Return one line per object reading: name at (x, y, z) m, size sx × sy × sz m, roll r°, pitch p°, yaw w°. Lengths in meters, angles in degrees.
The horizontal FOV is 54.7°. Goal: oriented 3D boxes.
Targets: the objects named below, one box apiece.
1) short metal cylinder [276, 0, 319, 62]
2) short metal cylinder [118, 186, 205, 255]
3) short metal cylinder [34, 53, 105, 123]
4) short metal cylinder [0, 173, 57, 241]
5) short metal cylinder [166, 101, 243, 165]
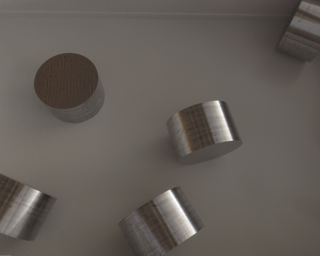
short metal cylinder at (0.205, -0.139, 0.432) m, size 0.050 × 0.080 × 0.080 m, roll 26°, pitch 72°, yaw 9°
short metal cylinder at (0.002, 0.107, 0.341) m, size 0.080 × 0.080 × 0.050 m, roll -30°, pitch 73°, yaw -10°
short metal cylinder at (-0.118, -0.052, 0.415) m, size 0.081 × 0.050 × 0.080 m, roll 0°, pitch 70°, yaw 0°
short metal cylinder at (-0.165, 0.086, 0.348) m, size 0.080 × 0.080 × 0.050 m, roll 22°, pitch 72°, yaw 8°
short metal cylinder at (0.053, 0.008, 0.378) m, size 0.081 × 0.080 × 0.050 m, roll -15°, pitch 71°, yaw -5°
